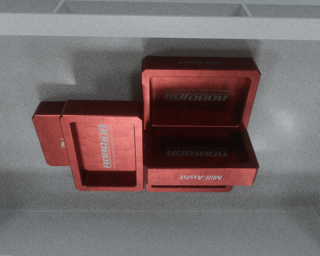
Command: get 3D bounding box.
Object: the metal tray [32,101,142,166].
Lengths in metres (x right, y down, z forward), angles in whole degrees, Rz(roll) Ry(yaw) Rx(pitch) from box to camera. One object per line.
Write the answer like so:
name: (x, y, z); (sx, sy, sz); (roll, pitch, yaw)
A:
metal tray: (-0.089, 0.010, 0.409); (0.131, 0.030, 0.089); (0, 130, -1)

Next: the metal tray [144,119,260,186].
metal tray: (0.047, 0.028, 0.387); (0.131, 0.090, 0.030); (1, 130, -1)

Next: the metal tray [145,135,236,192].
metal tray: (0.044, 0.054, 0.450); (0.131, 0.030, 0.089); (0, 130, -1)

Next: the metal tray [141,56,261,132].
metal tray: (0.044, -0.038, 0.372); (0.131, 0.030, 0.089); (0, 130, -1)

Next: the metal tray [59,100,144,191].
metal tray: (-0.065, 0.027, 0.385); (0.091, 0.030, 0.129); (1, 130, -1)
